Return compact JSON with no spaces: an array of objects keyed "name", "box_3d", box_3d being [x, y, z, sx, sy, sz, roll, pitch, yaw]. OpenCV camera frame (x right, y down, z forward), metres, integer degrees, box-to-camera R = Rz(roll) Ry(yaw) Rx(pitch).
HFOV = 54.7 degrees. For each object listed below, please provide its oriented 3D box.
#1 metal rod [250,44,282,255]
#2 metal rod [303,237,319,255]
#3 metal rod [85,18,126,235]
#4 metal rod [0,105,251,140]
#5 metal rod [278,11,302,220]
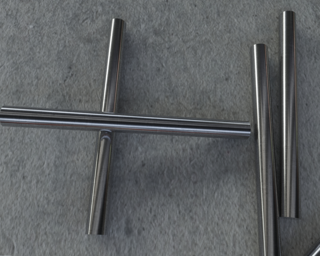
[{"name":"metal rod","box_3d":[0.135,0.024,0.400,0.025,0.025,0.299,3,70,1]},{"name":"metal rod","box_3d":[0.145,0.178,0.344,0.301,0.025,0.025,-39,75,-13]},{"name":"metal rod","box_3d":[-0.069,-0.016,0.413,0.025,0.025,0.299,2,70,0]},{"name":"metal rod","box_3d":[-0.035,-0.006,0.387,0.302,0.025,0.025,3,70,-8]},{"name":"metal rod","box_3d":[0.175,-0.031,0.421,0.025,0.025,0.299,7,70,2]}]
